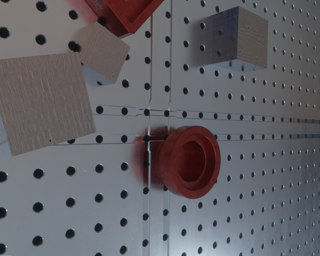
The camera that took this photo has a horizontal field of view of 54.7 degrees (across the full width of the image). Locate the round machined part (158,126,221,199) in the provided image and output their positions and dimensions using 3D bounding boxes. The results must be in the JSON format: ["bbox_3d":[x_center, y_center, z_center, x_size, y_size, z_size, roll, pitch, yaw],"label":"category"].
[{"bbox_3d":[0.036,0.046,0.429,0.099,0.042,0.097,0,90,-40],"label":"round machined part"}]

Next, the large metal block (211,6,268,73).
[{"bbox_3d":[0.130,-0.139,0.501,0.081,0.050,0.080,4,88,-40],"label":"large metal block"}]

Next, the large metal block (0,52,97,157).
[{"bbox_3d":[-0.116,-0.025,0.295,0.081,0.050,0.079,-18,102,-39],"label":"large metal block"}]

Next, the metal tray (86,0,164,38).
[{"bbox_3d":[-0.056,-0.183,0.358,0.130,0.030,0.090,49,61,-29],"label":"metal tray"}]

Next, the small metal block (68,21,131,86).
[{"bbox_3d":[-0.068,-0.083,0.352,0.050,0.025,0.050,31,71,-36],"label":"small metal block"}]
